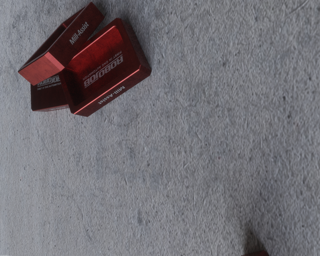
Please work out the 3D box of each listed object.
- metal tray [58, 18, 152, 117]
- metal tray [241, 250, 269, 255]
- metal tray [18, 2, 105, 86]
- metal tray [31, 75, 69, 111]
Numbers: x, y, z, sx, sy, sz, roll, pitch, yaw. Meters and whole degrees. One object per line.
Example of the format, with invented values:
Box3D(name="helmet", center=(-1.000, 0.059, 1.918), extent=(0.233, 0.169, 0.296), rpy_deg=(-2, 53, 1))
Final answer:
Box3D(name="metal tray", center=(-0.086, -0.085, 0.452), extent=(0.130, 0.030, 0.090), rpy_deg=(-30, 71, 21))
Box3D(name="metal tray", center=(0.076, 0.175, 0.274), extent=(0.030, 0.131, 0.090), rpy_deg=(-33, 70, 35))
Box3D(name="metal tray", center=(-0.147, -0.128, 0.467), extent=(0.090, 0.030, 0.130), rpy_deg=(-12, 42, 42))
Box3D(name="metal tray", center=(-0.185, -0.079, 0.555), extent=(0.130, 0.030, 0.089), rpy_deg=(-4, 87, 40))
